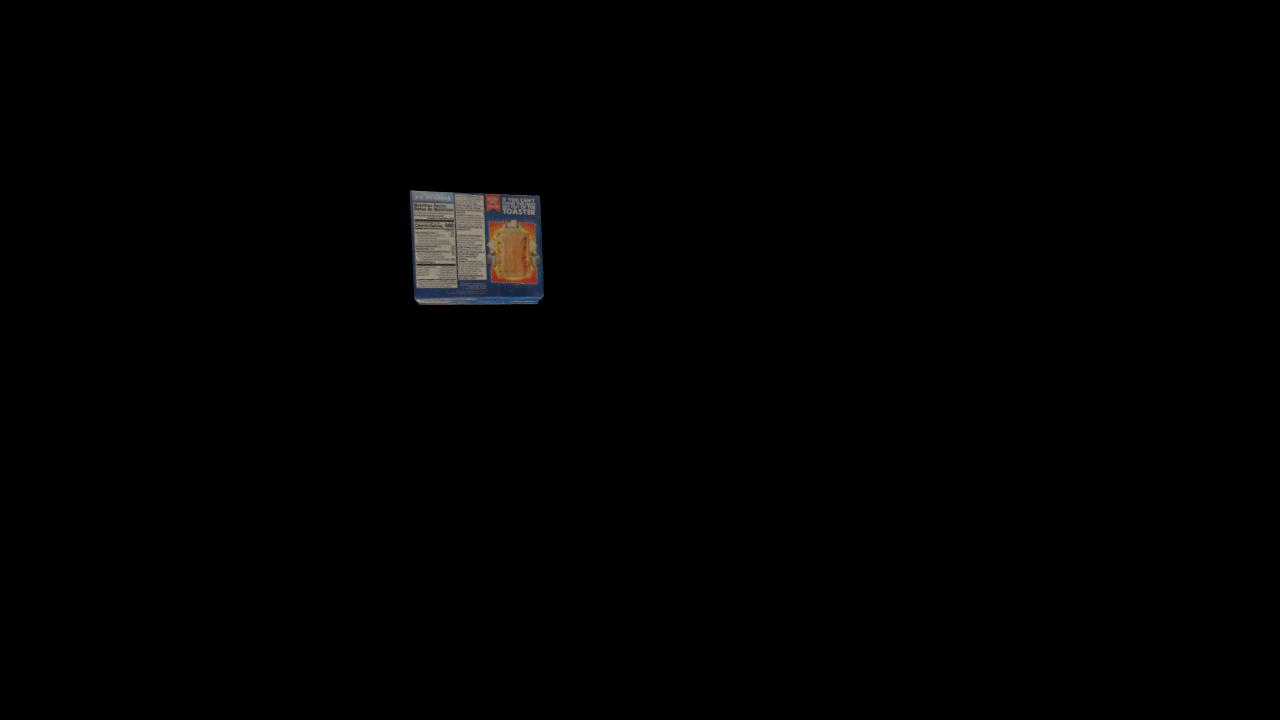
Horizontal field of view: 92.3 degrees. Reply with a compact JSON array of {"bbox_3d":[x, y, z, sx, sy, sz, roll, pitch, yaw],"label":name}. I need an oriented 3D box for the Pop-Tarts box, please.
[{"bbox_3d":[-0.221,-0.148,0.839,0.167,0.141,0.083,-3,0,-18],"label":"Pop-Tarts box"}]
